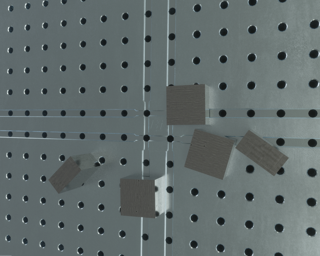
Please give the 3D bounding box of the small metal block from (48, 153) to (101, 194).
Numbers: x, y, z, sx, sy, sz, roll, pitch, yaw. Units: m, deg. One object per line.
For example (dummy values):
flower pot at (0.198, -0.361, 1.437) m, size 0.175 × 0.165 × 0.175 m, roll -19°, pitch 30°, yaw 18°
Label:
small metal block at (-0.120, 0.064, 0.443) m, size 0.050 × 0.050 × 0.025 m, roll -45°, pitch 76°, yaw 14°

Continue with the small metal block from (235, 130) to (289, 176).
small metal block at (0.118, 0.027, 0.358) m, size 0.050 × 0.050 × 0.025 m, roll 38°, pitch 102°, yaw 16°

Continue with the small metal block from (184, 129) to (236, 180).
small metal block at (0.064, 0.032, 0.390) m, size 0.050 × 0.025 × 0.050 m, roll 17°, pitch 96°, yaw 19°

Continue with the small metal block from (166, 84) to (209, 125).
small metal block at (0.036, -0.029, 0.400) m, size 0.050 × 0.025 × 0.050 m, roll -1°, pitch 90°, yaw 20°

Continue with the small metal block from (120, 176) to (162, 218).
small metal block at (-0.026, 0.093, 0.422) m, size 0.050 × 0.025 × 0.050 m, roll -1°, pitch 90°, yaw 20°
